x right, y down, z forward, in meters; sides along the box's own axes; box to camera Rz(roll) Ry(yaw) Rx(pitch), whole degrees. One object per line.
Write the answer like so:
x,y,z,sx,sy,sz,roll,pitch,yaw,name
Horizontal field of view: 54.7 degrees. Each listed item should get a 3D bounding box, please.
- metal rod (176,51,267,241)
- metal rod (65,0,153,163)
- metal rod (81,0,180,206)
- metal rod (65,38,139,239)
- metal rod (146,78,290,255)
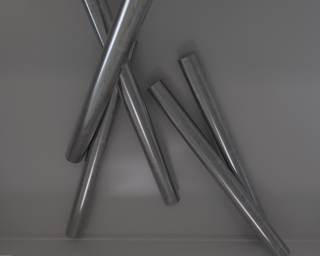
0.096,0.038,0.425,0.025,0.025,0.299,-24,109,8,metal rod
-0.058,-0.051,0.323,0.025,0.025,0.298,25,135,-9,metal rod
-0.028,-0.022,0.382,0.025,0.025,0.299,-17,117,6,metal rod
-0.084,0.026,0.419,0.025,0.025,0.298,17,109,-6,metal rod
0.082,0.062,0.415,0.025,0.025,0.300,-36,99,12,metal rod
